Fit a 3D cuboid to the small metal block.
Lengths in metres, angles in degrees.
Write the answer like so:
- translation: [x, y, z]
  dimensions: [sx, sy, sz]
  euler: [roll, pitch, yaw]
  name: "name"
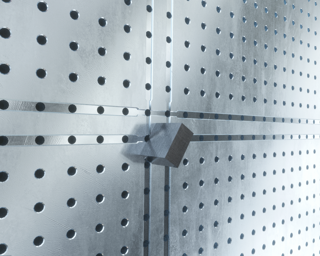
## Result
- translation: [0.008, 0.021, 0.399]
  dimensions: [0.025, 0.050, 0.050]
  euler: [41, 65, -33]
  name: "small metal block"
